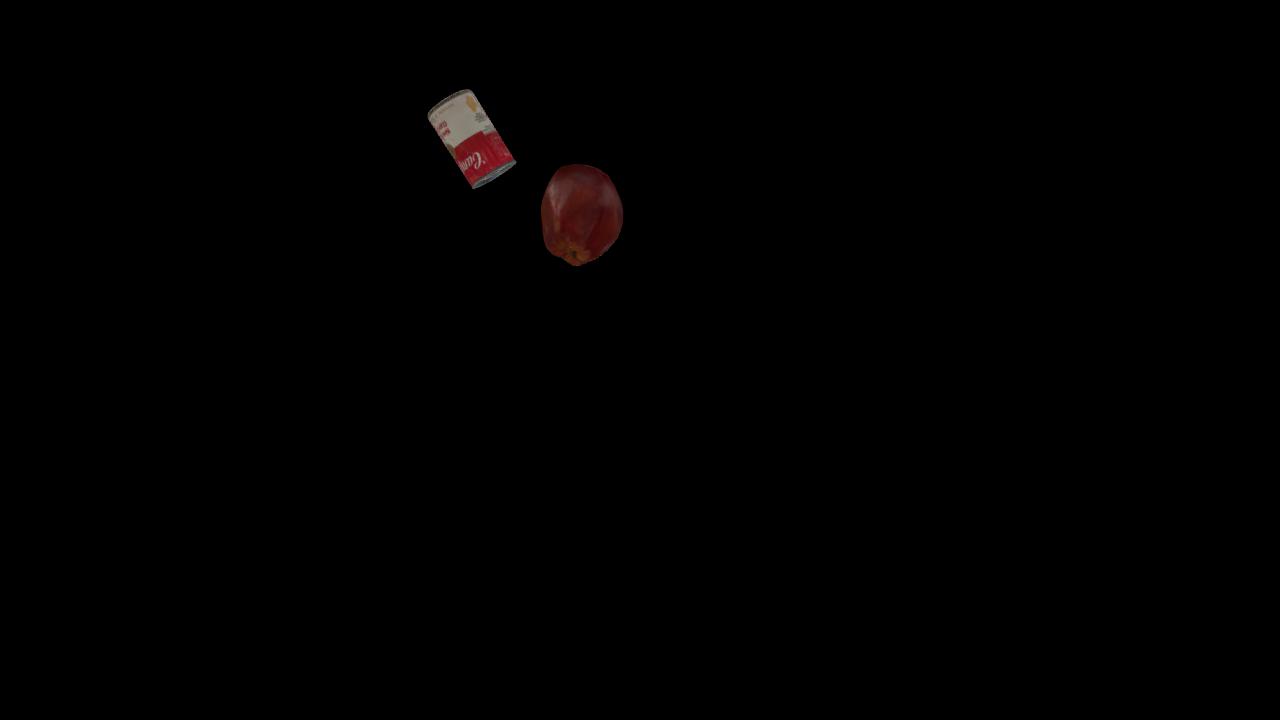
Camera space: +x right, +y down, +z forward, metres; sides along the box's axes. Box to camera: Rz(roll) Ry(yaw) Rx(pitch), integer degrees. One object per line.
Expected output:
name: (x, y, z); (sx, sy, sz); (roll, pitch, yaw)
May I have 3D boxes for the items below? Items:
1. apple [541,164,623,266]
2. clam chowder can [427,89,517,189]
apple: (-0.055, -0.137, 0.580); (0.079, 0.093, 0.079); (5, -28, 2)
clam chowder can: (-0.214, -0.281, 0.786); (0.068, 0.102, 0.068); (-29, 15, 8)
